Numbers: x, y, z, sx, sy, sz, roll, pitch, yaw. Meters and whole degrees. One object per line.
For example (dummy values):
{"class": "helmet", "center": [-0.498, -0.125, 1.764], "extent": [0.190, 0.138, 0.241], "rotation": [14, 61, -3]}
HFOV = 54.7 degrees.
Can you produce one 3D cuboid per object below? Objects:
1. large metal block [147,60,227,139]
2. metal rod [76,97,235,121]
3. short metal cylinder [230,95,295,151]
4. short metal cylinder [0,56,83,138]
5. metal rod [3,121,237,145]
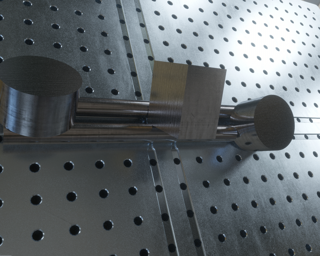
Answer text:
{"class": "large metal block", "center": [0.029, -0.036, 0.372], "extent": [0.050, 0.080, 0.079], "rotation": [1, 103, -28]}
{"class": "metal rod", "center": [0.031, -0.024, 0.438], "extent": [0.303, 0.025, 0.025], "rotation": [1, 62, -28]}
{"class": "short metal cylinder", "center": [0.151, -0.005, 0.460], "extent": [0.081, 0.050, 0.080], "rotation": [4, 82, -27]}
{"class": "short metal cylinder", "center": [-0.127, -0.035, 0.326], "extent": [0.081, 0.050, 0.080], "rotation": [15, 34, -10]}
{"class": "metal rod", "center": [-0.027, 0.006, 0.389], "extent": [0.303, 0.025, 0.025], "rotation": [1, 62, -28]}
